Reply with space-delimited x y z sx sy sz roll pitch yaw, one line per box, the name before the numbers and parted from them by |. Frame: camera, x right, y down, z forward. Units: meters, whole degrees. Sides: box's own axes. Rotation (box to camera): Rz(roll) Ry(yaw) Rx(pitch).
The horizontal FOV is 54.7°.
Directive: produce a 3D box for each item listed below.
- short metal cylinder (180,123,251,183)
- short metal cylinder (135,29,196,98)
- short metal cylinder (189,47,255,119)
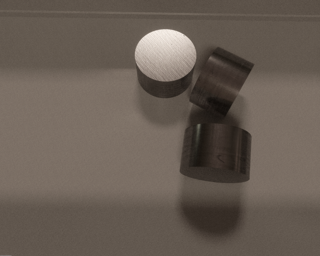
short metal cylinder | 0.067 0.032 0.369 0.080 0.080 0.050 8 70 2
short metal cylinder | 0.007 -0.088 0.429 0.081 0.050 0.080 0 70 0
short metal cylinder | 0.080 -0.058 0.403 0.050 0.080 0.080 29 73 10
